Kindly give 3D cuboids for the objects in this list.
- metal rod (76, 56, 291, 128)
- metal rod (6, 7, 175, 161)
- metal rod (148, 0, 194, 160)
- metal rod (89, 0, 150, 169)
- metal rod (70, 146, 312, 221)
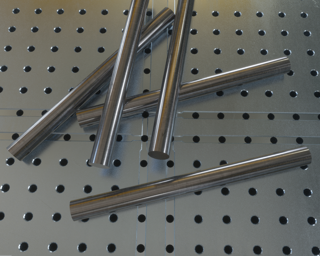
[{"bbox_3d":[0.036,-0.051,0.430,0.302,0.025,0.025,-15,71,-6],"label":"metal rod"},{"bbox_3d":[-0.086,-0.070,0.436,0.025,0.025,0.301,41,75,13],"label":"metal rod"},{"bbox_3d":[0.023,-0.099,0.427,0.025,0.025,0.300,9,62,3],"label":"metal rod"},{"bbox_3d":[-0.046,-0.093,0.417,0.025,0.025,0.299,10,70,3],"label":"metal rod"},{"bbox_3d":[0.041,0.068,0.387,0.302,0.025,0.025,-13,71,-5],"label":"metal rod"}]
